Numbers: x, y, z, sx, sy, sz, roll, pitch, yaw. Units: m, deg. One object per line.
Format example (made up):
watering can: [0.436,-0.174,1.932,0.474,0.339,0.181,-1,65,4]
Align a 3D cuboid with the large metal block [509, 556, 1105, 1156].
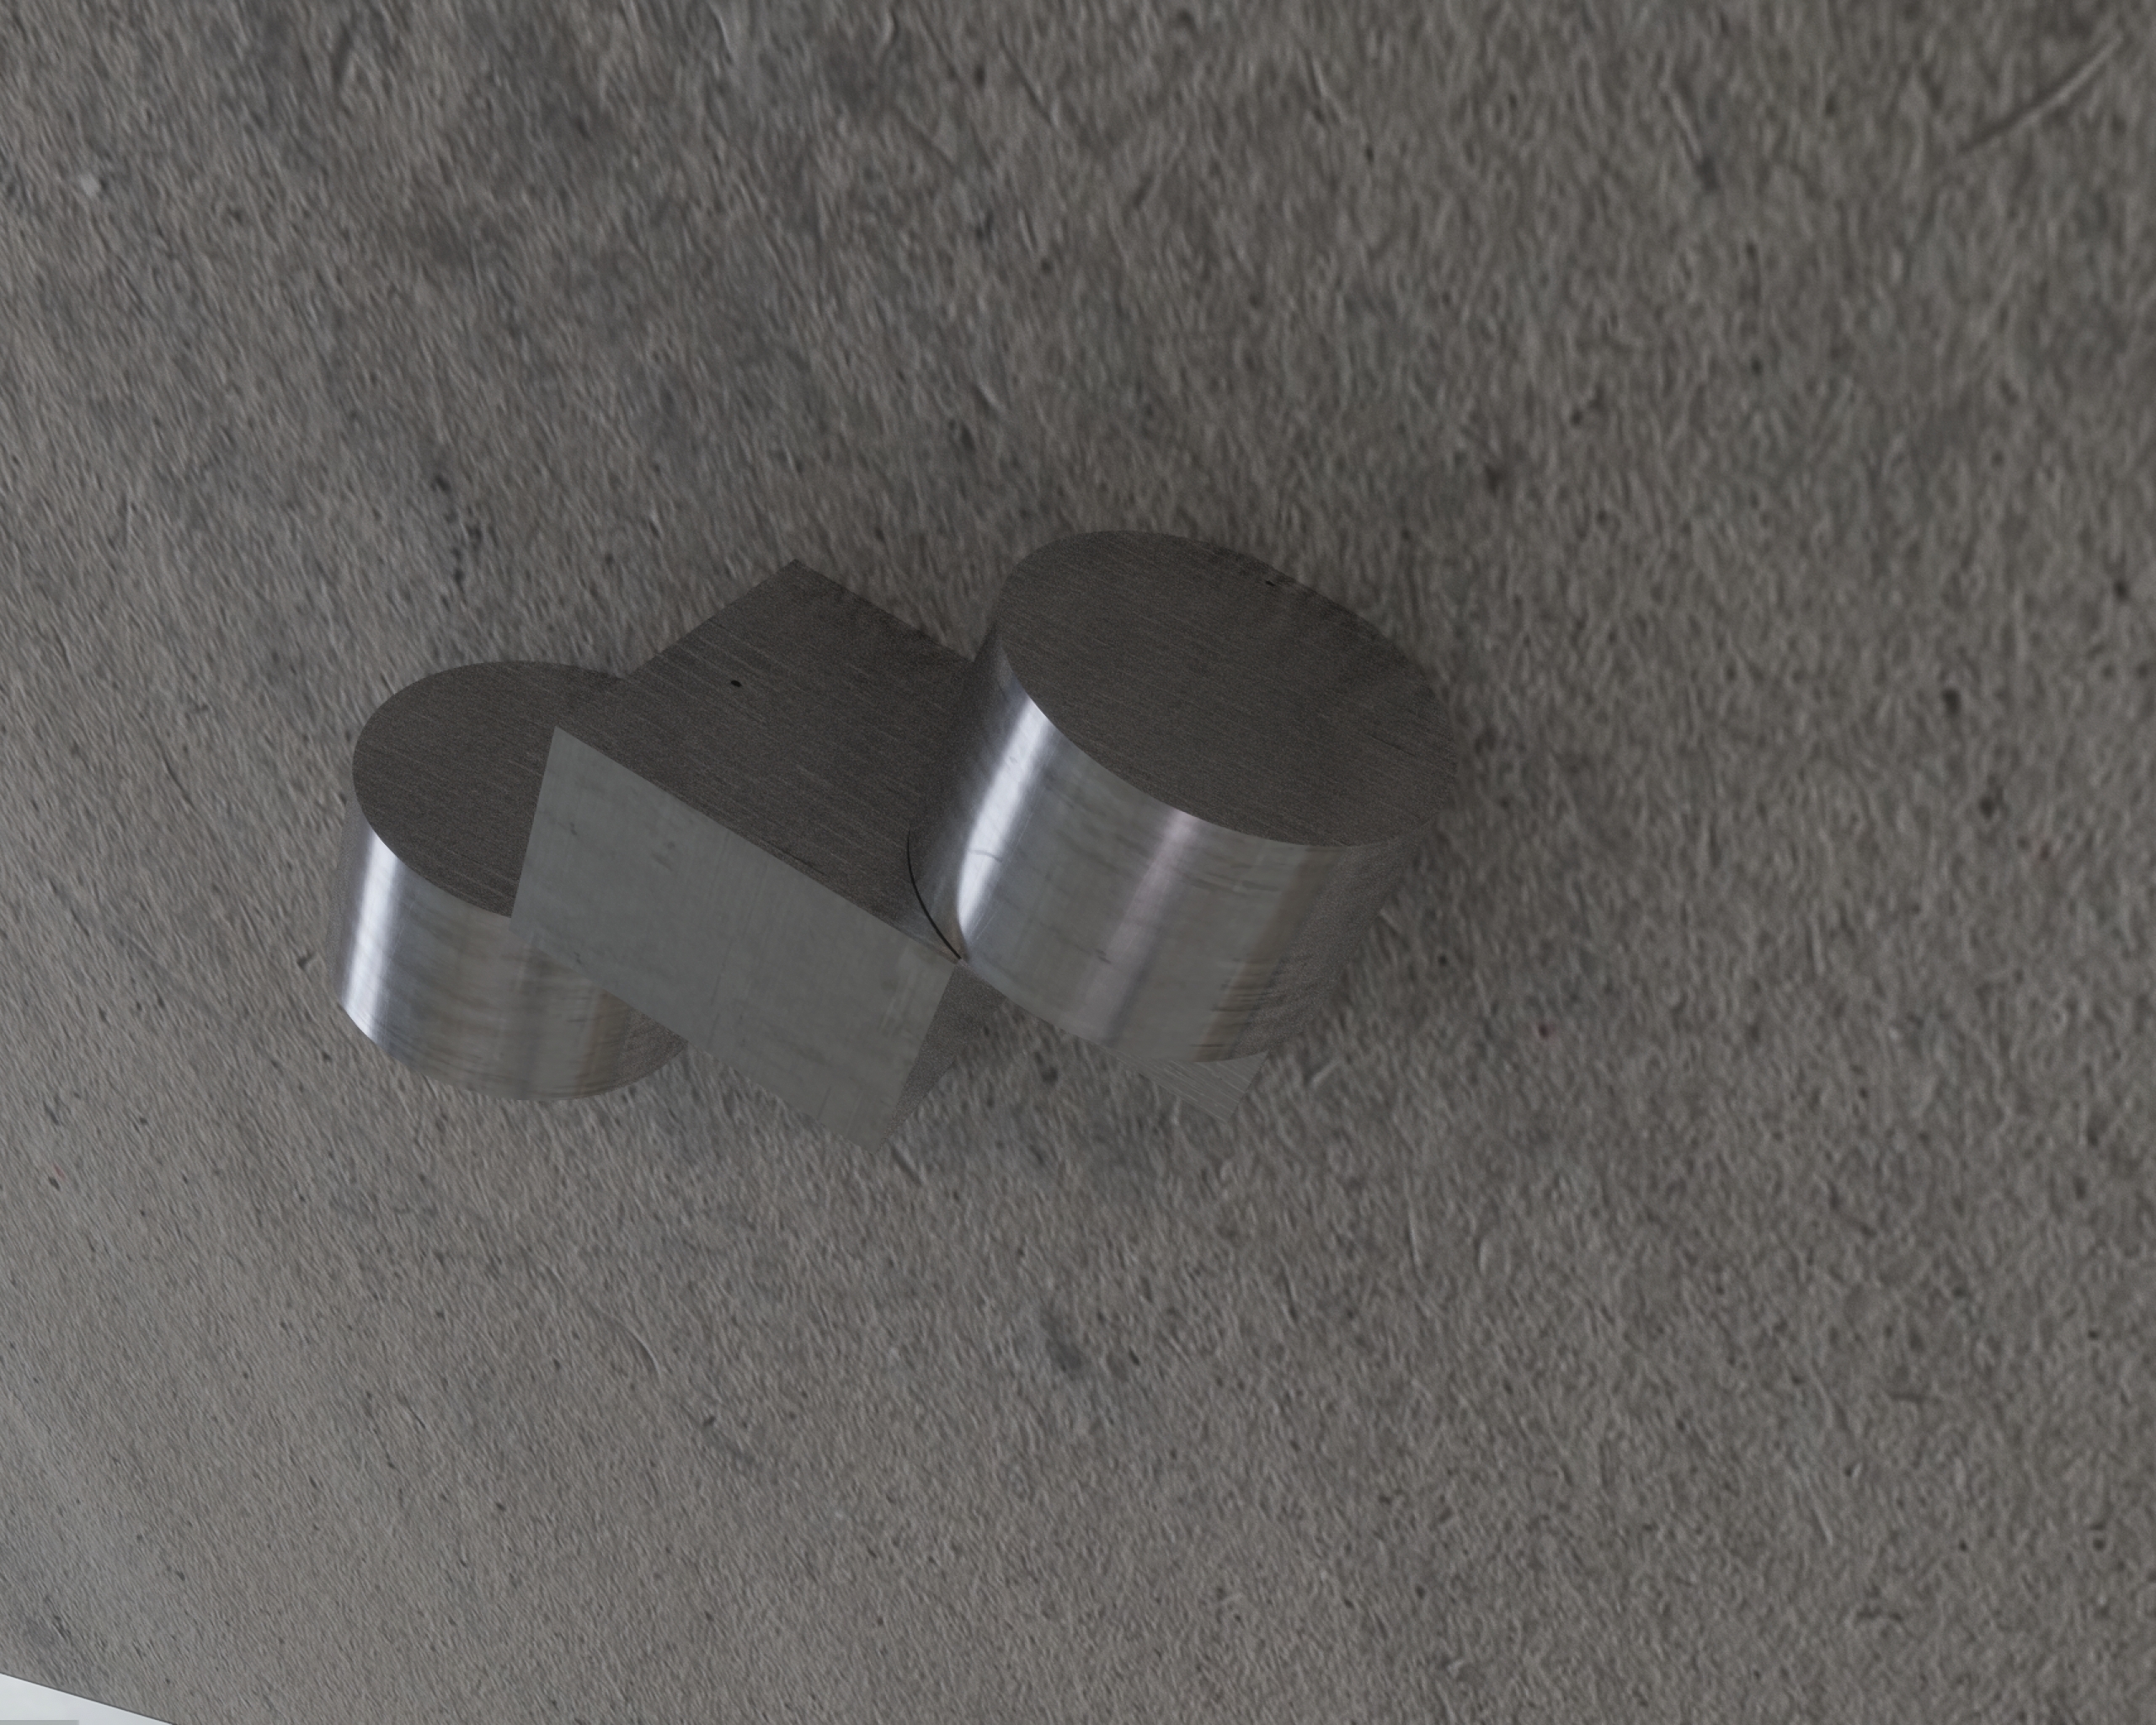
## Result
large metal block: [-0.046,-0.004,0.395,0.080,0.080,0.050,31,128,8]

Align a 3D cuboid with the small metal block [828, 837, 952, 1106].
small metal block: [-0.047,0.021,0.447,0.050,0.025,0.050,31,128,8]

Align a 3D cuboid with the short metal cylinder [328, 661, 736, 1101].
short metal cylinder: [-0.111,0.003,0.433,0.080,0.080,0.050,31,128,8]

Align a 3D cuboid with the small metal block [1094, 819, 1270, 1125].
small metal block: [0.021,0.015,0.407,0.050,0.025,0.050,31,128,8]

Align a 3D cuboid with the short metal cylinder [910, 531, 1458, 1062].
short metal cylinder: [0.017,-0.013,0.356,0.080,0.080,0.050,31,128,8]
